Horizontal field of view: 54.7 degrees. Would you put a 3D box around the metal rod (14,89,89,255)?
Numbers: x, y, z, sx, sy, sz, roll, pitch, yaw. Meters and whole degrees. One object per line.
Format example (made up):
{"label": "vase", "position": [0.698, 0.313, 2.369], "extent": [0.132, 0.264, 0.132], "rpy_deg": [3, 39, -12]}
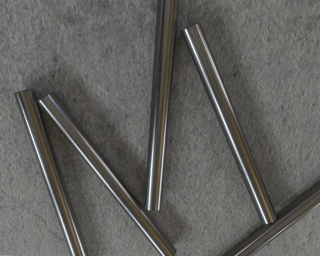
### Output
{"label": "metal rod", "position": [-0.145, 0.091, 0.441], "extent": [0.025, 0.025, 0.298], "rpy_deg": [-10, 110, 3]}

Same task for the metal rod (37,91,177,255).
{"label": "metal rod", "position": [-0.065, 0.078, 0.437], "extent": [0.025, 0.025, 0.299], "rpy_deg": [-31, 108, 10]}

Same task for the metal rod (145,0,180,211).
{"label": "metal rod", "position": [0.001, -0.026, 0.400], "extent": [0.025, 0.025, 0.298], "rpy_deg": [4, 110, -2]}

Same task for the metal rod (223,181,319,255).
{"label": "metal rod", "position": [0.181, 0.143, 0.465], "extent": [0.025, 0.025, 0.299], "rpy_deg": [42, 104, -14]}

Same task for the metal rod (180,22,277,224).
{"label": "metal rod", "position": [0.099, 0.007, 0.413], "extent": [0.025, 0.025, 0.299], "rpy_deg": [-24, 109, 8]}
